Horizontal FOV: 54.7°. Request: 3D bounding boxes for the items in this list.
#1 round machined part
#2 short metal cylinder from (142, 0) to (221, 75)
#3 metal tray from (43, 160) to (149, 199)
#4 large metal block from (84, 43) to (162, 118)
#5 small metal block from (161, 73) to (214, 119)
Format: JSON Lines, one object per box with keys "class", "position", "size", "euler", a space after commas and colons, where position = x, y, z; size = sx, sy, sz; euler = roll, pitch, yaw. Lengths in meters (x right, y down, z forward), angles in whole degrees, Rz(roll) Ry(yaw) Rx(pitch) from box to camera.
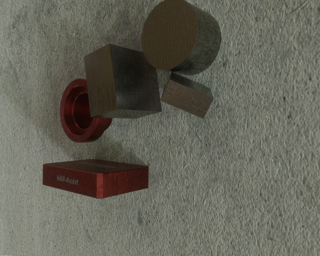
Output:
{"class": "round machined part", "position": [-0.111, -0.026, 0.486], "size": [0.098, 0.042, 0.097], "euler": [0, 90, 40]}
{"class": "short metal cylinder", "position": [0.025, -0.106, 0.368], "size": [0.080, 0.050, 0.080], "euler": [0, 90, 40]}
{"class": "metal tray", "position": [-0.092, 0.067, 0.438], "size": [0.130, 0.091, 0.030], "euler": [1, 91, 40]}
{"class": "large metal block", "position": [-0.048, -0.057, 0.408], "size": [0.050, 0.081, 0.080], "euler": [-13, 82, 39]}
{"class": "small metal block", "position": [0.030, -0.038, 0.350], "size": [0.050, 0.050, 0.025], "euler": [23, 109, -4]}
